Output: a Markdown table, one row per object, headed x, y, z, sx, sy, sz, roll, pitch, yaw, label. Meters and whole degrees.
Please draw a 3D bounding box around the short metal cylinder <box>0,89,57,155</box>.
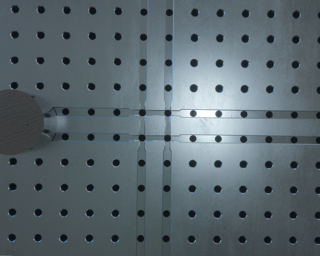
| x | y | z | sx | sy | sz | roll | pitch | yaw | label |
| --- | --- | --- | --- | --- | --- | --- | --- | --- | --- |
| -0.181 | -0.007 | 0.399 | 0.081 | 0.050 | 0.079 | 0 | 90 | -1 | short metal cylinder |
